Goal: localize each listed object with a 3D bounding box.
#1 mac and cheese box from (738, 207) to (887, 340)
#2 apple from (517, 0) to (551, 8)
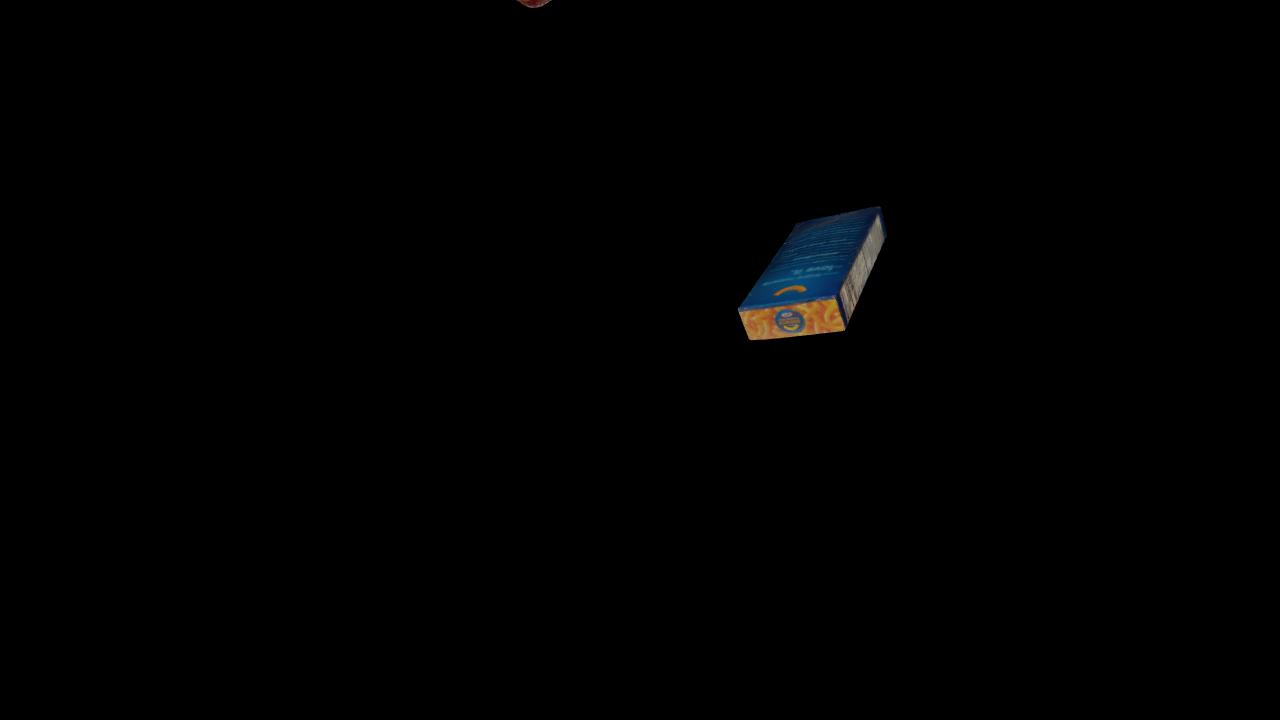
[{"bbox_3d":[0.172,-0.087,0.594,0.093,0.041,0.184,-4,33,37],"label":"mac and cheese box"},{"bbox_3d":[-0.082,-0.340,0.500,0.079,0.093,0.079,30,18,-11],"label":"apple"}]
